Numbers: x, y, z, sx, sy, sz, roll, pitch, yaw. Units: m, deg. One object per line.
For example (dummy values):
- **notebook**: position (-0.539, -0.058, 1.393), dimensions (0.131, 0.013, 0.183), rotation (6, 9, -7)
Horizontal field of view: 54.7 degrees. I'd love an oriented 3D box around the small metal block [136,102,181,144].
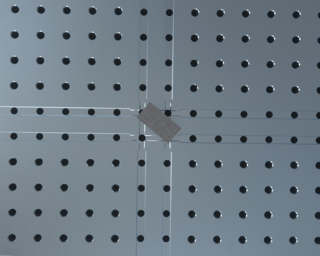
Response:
- **small metal block**: position (-0.001, -0.006, 0.401), dimensions (0.050, 0.050, 0.025), rotation (40, 90, -1)
